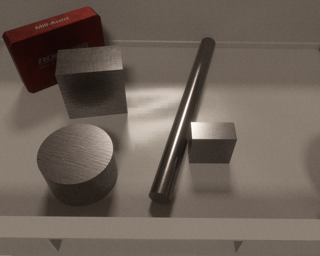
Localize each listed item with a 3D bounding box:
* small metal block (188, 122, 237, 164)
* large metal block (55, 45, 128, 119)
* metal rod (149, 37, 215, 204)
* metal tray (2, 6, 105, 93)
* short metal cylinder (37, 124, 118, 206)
[{"bbox_3d":[0.061,0.019,0.374,0.050,0.050,0.025,0,50,0],"label":"small metal block"},{"bbox_3d":[-0.089,-0.061,0.419,0.081,0.080,0.050,-6,51,-6],"label":"large metal block"},{"bbox_3d":[0.041,-0.033,0.433,0.025,0.025,0.300,13,51,10],"label":"metal rod"},{"bbox_3d":[-0.147,-0.115,0.457,0.131,0.089,0.030,-28,56,-22],"label":"metal tray"},{"bbox_3d":[-0.091,0.041,0.353,0.081,0.050,0.080,0,50,0],"label":"short metal cylinder"}]
